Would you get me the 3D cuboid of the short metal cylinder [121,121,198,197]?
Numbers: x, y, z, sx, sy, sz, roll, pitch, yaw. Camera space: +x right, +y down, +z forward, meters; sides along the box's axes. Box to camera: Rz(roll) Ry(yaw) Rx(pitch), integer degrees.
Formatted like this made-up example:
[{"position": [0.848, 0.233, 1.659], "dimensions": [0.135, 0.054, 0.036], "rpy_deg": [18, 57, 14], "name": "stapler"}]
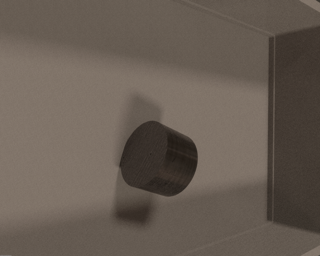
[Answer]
[{"position": [-0.002, 0.037, 0.371], "dimensions": [0.050, 0.080, 0.080], "rpy_deg": [26, 74, -37], "name": "short metal cylinder"}]
